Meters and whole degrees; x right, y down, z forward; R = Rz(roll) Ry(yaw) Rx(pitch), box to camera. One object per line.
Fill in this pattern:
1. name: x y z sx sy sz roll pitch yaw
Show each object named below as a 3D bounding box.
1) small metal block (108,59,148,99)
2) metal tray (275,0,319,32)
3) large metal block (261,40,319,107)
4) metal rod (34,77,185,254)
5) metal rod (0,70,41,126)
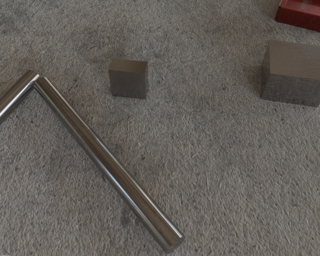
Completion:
1. small metal block: -0.044 -0.070 0.445 0.050 0.050 0.025 6 51 4
2. metal tray: 0.288 -0.244 0.608 0.090 0.030 0.130 21 53 16
3. large metal block: 0.197 -0.082 0.458 0.080 0.050 0.080 9 51 7
4. metal rod: -0.079 0.026 0.380 0.025 0.025 0.300 -32 57 -24
5. metal rod: -0.242 0.030 0.374 0.025 0.025 0.301 16 52 13
